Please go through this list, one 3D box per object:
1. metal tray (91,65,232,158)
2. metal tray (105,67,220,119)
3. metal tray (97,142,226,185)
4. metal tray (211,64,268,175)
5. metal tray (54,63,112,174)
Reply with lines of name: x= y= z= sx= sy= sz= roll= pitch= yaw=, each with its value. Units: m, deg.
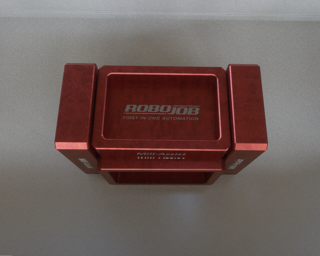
metal tray: x=0.002 y=-0.017 z=0.315 sx=0.131 sy=0.030 sz=0.090 roll=1 pitch=70 yaw=0
metal tray: x=0.002 y=-0.041 z=0.387 sx=0.131 sy=0.090 sz=0.030 roll=0 pitch=71 yaw=0
metal tray: x=0.001 y=0.043 z=0.356 sx=0.131 sy=0.090 sz=0.030 roll=0 pitch=70 yaw=0
metal tray: x=0.083 y=-0.002 z=0.353 sx=0.030 sy=0.130 sz=0.090 roll=1 pitch=71 yaw=0
metal tray: x=-0.080 y=-0.003 z=0.353 sx=0.030 sy=0.130 sz=0.090 roll=1 pitch=71 yaw=0
